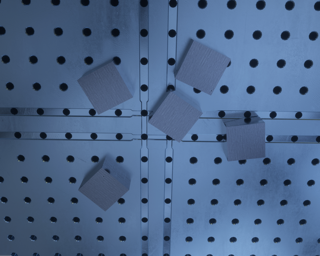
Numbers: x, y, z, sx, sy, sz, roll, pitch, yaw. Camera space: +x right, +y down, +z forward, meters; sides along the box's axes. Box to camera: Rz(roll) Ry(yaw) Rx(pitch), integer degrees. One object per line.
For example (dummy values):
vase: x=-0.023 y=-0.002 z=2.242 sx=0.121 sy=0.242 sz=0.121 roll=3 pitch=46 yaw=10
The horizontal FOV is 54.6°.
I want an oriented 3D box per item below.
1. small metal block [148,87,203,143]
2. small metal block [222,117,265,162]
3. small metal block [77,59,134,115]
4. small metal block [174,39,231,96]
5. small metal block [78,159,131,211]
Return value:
small metal block: x=0.020 y=-0.017 z=0.407 sx=0.050 sy=0.025 sz=0.050 roll=33 pitch=107 yaw=-12
small metal block: x=0.113 y=0.015 z=0.420 sx=0.050 sy=0.025 sz=0.050 roll=-7 pitch=110 yaw=2
small metal block: x=-0.067 y=-0.052 z=0.394 sx=0.050 sy=0.025 sz=0.050 roll=-26 pitch=108 yaw=9
small metal block: x=0.052 y=-0.076 z=0.386 sx=0.050 sy=0.025 sz=0.050 roll=24 pitch=108 yaw=-9
small metal block: x=-0.078 y=0.082 z=0.443 sx=0.050 sy=0.025 sz=0.050 roll=43 pitch=104 yaw=-14
